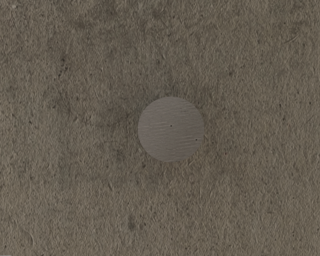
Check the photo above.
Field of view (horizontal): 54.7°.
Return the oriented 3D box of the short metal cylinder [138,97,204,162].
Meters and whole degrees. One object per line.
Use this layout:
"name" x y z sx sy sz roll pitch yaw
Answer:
"short metal cylinder" 0.013 0.002 0.399 0.081 0.050 0.079 0 90 -1
